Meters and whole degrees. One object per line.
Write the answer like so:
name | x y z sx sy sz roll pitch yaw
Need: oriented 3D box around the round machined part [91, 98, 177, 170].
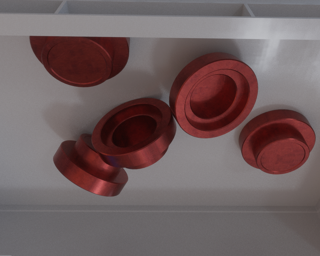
round machined part | -0.027 0.011 0.370 0.098 0.098 0.042 -14 129 11

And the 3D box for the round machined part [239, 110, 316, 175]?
round machined part | 0.161 0.026 0.421 0.099 0.042 0.097 0 130 0

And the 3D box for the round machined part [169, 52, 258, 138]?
round machined part | 0.057 -0.040 0.353 0.099 0.042 0.097 -10 125 -14

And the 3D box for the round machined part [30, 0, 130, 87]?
round machined part | -0.081 -0.079 0.315 0.099 0.042 0.098 -1 145 0

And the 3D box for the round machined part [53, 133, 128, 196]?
round machined part | -0.083 0.042 0.404 0.098 0.098 0.042 29 98 -23
